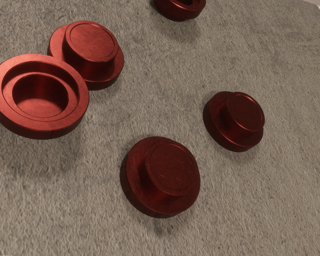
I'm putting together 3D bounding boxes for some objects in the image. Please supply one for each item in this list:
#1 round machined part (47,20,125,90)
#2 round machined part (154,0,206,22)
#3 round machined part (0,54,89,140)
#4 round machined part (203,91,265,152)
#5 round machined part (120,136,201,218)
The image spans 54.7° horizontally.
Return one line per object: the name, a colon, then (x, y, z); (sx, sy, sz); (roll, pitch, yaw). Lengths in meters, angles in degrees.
round machined part: (-0.093, -0.101, 0.405); (0.099, 0.042, 0.098); (14, 56, -21)
round machined part: (0.029, -0.229, 0.550); (0.099, 0.042, 0.098); (14, 56, -21)
round machined part: (-0.132, -0.030, 0.341); (0.099, 0.042, 0.098); (14, 56, -21)
round machined part: (0.118, -0.016, 0.468); (0.099, 0.042, 0.098); (14, 56, -21)
round machined part: (0.006, 0.053, 0.365); (0.099, 0.042, 0.098); (14, 56, -21)
